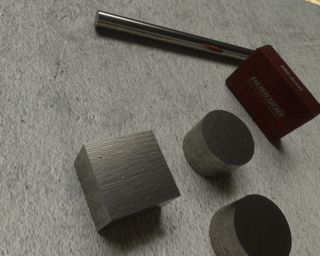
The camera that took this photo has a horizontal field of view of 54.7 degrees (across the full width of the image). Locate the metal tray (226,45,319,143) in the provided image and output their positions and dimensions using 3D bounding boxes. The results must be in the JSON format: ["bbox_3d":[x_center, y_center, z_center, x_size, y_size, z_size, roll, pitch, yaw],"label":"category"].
[{"bbox_3d":[0.174,-0.052,0.487,0.030,0.090,0.130,-26,76,-37],"label":"metal tray"}]

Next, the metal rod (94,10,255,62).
[{"bbox_3d":[0.044,-0.146,0.515,0.302,0.025,0.025,6,59,-25],"label":"metal rod"}]

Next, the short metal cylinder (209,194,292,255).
[{"bbox_3d":[0.107,0.125,0.369,0.081,0.050,0.080,14,56,-21],"label":"short metal cylinder"}]

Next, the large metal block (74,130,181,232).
[{"bbox_3d":[-0.037,0.055,0.334,0.081,0.050,0.080,-12,68,-33],"label":"large metal block"}]

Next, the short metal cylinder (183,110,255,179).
[{"bbox_3d":[0.078,0.022,0.416,0.081,0.050,0.080,14,56,-21],"label":"short metal cylinder"}]
